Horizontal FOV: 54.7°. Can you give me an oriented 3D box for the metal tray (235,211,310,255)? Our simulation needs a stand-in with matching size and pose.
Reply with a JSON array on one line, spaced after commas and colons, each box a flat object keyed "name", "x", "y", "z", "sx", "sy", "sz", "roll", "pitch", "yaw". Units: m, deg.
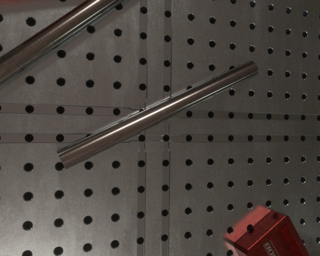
[{"name": "metal tray", "x": 0.184, "y": 0.208, "z": 0.480, "sx": 0.090, "sy": 0.030, "sz": 0.130, "roll": -34, "pitch": 101, "yaw": -17}]

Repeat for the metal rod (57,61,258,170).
[{"name": "metal rod", "x": 0.010, "y": -0.025, "z": 0.417, "sx": 0.302, "sy": 0.025, "sz": 0.025, "roll": -27, "pitch": 99, "yaw": -18}]

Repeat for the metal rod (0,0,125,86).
[{"name": "metal rod", "x": -0.119, "y": -0.115, "z": 0.368, "sx": 0.301, "sy": 0.025, "sz": 0.025, "roll": -41, "pitch": 104, "yaw": -16}]
